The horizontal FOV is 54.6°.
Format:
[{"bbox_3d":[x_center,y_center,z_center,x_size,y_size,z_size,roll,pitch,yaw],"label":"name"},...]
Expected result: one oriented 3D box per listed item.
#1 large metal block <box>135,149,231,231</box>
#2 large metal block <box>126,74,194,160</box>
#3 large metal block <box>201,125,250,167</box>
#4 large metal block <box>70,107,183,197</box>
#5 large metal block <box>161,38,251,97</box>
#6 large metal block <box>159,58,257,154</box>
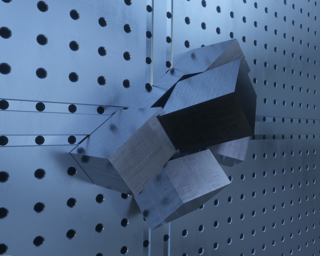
[{"bbox_3d":[0.026,0.076,0.385,0.081,0.080,0.050,-11,61,-39],"label":"large metal block"},{"bbox_3d":[0.010,-0.011,0.402,0.080,0.050,0.080,-47,118,-30],"label":"large metal block"},{"bbox_3d":[0.093,0.007,0.441,0.050,0.080,0.080,15,77,3],"label":"large metal block"},{"bbox_3d":[-0.037,0.022,0.340,0.080,0.080,0.050,-46,118,-30],"label":"large metal block"},{"bbox_3d":[0.062,-0.073,0.424,0.080,0.080,0.050,-47,119,-30],"label":"large metal block"},{"bbox_3d":[0.056,-0.025,0.337,0.050,0.080,0.080,60,31,-23],"label":"large metal block"}]
